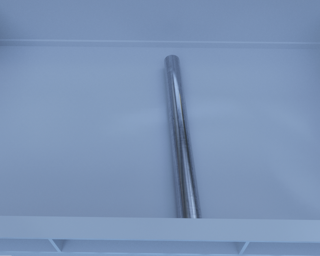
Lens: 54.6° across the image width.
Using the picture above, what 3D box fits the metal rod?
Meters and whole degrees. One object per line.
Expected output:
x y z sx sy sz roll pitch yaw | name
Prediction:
0.026 0.008 0.398 0.025 0.025 0.300 -2 50 -2 | metal rod
